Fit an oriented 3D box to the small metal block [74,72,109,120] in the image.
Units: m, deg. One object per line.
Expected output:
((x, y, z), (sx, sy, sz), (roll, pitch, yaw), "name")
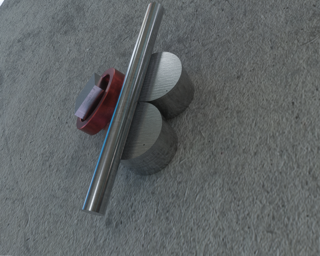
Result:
((-0.093, -0.042, 0.428), (0.050, 0.025, 0.050), (-51, 27, 16), "small metal block")

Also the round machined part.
((-0.074, -0.032, 0.437), (0.098, 0.042, 0.098), (-42, 31, 33), "round machined part")

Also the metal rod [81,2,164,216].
((-0.038, -0.043, 0.388), (0.025, 0.025, 0.300), (-1, 61, 28), "metal rod")

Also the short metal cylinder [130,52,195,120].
((0.001, -0.057, 0.424), (0.080, 0.050, 0.080), (-13, 56, 21), "short metal cylinder")

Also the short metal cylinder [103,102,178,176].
((-0.024, 0.014, 0.393), (0.080, 0.050, 0.080), (-13, 55, 20), "short metal cylinder")
